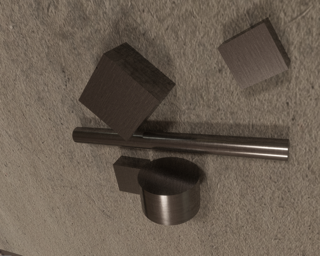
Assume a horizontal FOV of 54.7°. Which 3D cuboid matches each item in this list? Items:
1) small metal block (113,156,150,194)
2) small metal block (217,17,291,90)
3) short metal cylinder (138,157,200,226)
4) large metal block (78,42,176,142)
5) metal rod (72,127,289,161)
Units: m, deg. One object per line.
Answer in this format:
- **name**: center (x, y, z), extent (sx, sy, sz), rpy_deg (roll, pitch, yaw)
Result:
- **small metal block**: center (-0.039, 0.072, 0.470), extent (0.050, 0.025, 0.050), rpy_deg (5, 121, 25)
- **small metal block**: center (0.095, -0.074, 0.311), extent (0.050, 0.025, 0.050), rpy_deg (-24, 106, 36)
- **short metal cylinder**: center (0.013, 0.082, 0.414), extent (0.080, 0.080, 0.050), rpy_deg (8, 122, 23)
- **large metal block**: center (-0.042, -0.044, 0.384), extent (0.080, 0.050, 0.080), rpy_deg (41, 129, 0)
- **metal rod**: center (0.009, 0.018, 0.411), extent (0.301, 0.025, 0.025), rpy_deg (3, 120, 26)
